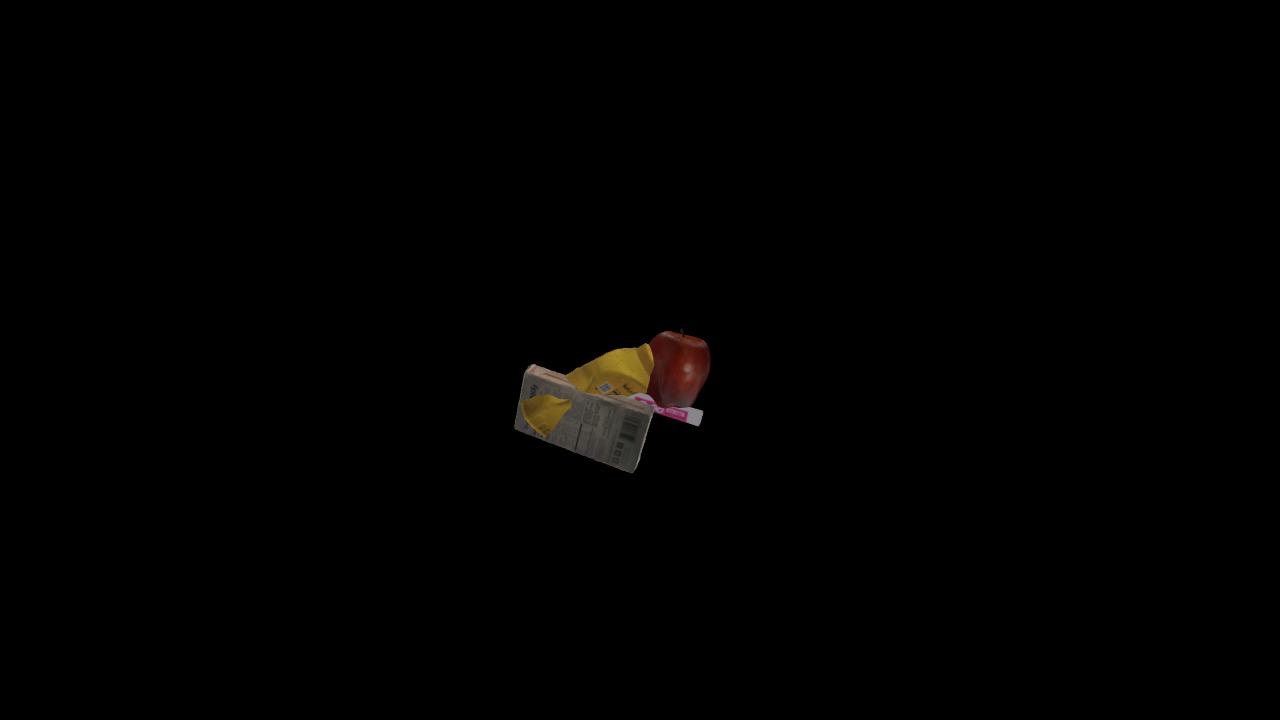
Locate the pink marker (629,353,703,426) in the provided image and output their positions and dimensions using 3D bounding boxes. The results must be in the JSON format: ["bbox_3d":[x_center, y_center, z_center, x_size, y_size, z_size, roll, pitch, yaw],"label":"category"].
[{"bbox_3d":[0.013,0.050,0.714,0.121,0.020,0.020,17,4,13],"label":"pink marker"}]

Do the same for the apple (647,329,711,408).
[{"bbox_3d":[0.041,0.010,0.712,0.079,0.093,0.079,11,9,-2],"label":"apple"}]

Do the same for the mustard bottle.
[{"bbox_3d":[-0.041,0.031,0.722,0.184,0.054,0.092,-29,-38,13],"label":"mustard bottle"}]

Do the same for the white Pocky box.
[{"bbox_3d":[-0.066,0.068,0.714,0.154,0.084,0.028,19,27,7],"label":"white Pocky box"}]
